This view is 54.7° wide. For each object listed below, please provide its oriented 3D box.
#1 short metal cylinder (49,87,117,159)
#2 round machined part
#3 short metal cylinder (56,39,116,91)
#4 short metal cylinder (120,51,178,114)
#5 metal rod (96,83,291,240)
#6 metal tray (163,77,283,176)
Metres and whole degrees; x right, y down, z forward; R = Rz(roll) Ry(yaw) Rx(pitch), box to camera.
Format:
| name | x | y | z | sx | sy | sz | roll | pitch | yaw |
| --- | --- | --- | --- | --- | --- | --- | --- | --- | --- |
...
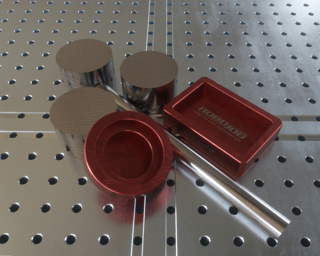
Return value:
| name | x | y | z | sx | sy | sz | roll | pitch | yaw |
| --- | --- | --- | --- | --- | --- | --- | --- | --- | --- |
| short metal cylinder | -0.093 | -0.007 | 0.396 | 0.080 | 0.050 | 0.080 | 0 | 50 | 0 |
| round machined part | -0.038 | 0.032 | 0.355 | 0.099 | 0.042 | 0.098 | 8 | 64 | -16 |
| short metal cylinder | -0.109 | -0.090 | 0.466 | 0.080 | 0.050 | 0.080 | 0 | 50 | 0 |
| short metal cylinder | -0.015 | -0.066 | 0.446 | 0.080 | 0.050 | 0.080 | 0 | 50 | 0 |
| metal rod | 0.020 | 0.025 | 0.387 | 0.300 | 0.025 | 0.025 | 37 | 59 | 27 |
| metal tray | 0.080 | -0.008 | 0.410 | 0.130 | 0.030 | 0.090 | 36 | 59 | 26 |
